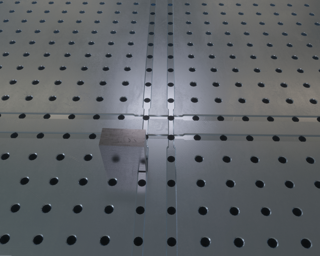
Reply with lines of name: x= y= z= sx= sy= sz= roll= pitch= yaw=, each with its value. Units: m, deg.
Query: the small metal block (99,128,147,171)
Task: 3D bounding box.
small metal block: x=-0.042 y=0.026 z=0.369 sx=0.050 sy=0.050 sz=0.025 roll=2 pitch=50 yaw=2
